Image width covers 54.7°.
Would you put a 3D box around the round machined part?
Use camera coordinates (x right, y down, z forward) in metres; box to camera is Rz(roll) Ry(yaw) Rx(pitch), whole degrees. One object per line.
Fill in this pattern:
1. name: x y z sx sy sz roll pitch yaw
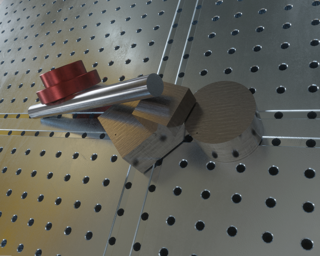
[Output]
1. round machined part: -0.146 -0.075 0.483 0.098 0.042 0.098 -19 15 6

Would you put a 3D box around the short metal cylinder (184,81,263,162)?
1. short metal cylinder: 0.074 -0.007 0.357 0.080 0.050 0.080 -13 56 20

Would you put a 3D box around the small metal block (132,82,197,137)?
1. small metal block: 0.005 -0.024 0.352 0.050 0.025 0.050 20 72 35

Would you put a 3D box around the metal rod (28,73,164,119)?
1. metal rod: -0.111 -0.036 0.431 0.300 0.025 0.025 -5 58 45

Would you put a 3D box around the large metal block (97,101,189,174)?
1. large metal block: -0.021 -0.003 0.401 0.080 0.050 0.080 -39 51 1
